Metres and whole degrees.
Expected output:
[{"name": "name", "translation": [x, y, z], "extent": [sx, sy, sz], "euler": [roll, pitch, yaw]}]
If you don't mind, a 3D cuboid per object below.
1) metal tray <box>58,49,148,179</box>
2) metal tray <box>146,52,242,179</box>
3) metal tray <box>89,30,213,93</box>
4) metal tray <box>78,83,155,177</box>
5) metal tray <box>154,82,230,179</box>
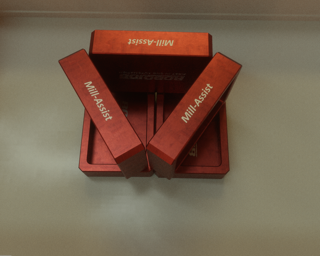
[{"name": "metal tray", "translation": [-0.060, -0.012, 0.345], "extent": [0.030, 0.090, 0.130], "euler": [-30, 73, -10]}, {"name": "metal tray", "translation": [0.037, -0.010, 0.344], "extent": [0.030, 0.090, 0.130], "euler": [34, 74, 11]}, {"name": "metal tray", "translation": [-0.009, -0.075, 0.368], "extent": [0.131, 0.090, 0.030], "euler": [2, 71, 1]}, {"name": "metal tray", "translation": [-0.052, -0.003, 0.407], "extent": [0.091, 0.030, 0.130], "euler": [0, 69, 0]}, {"name": "metal tray", "translation": [0.040, -0.001, 0.406], "extent": [0.091, 0.030, 0.130], "euler": [1, 69, 1]}]
